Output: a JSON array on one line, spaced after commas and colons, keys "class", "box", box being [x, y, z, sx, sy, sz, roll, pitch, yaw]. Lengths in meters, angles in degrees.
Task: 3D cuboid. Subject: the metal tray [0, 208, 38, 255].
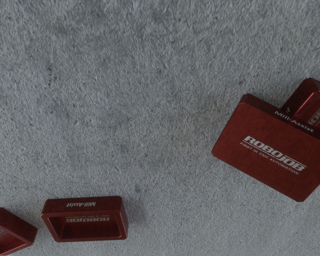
[{"class": "metal tray", "box": [-0.306, 0.200, 0.570, 0.130, 0.030, 0.090, -26, 126, 20]}]

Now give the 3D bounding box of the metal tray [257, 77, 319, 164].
[{"class": "metal tray", "box": [0.194, 0.005, 0.409, 0.091, 0.030, 0.129, 17, 128, -14]}]

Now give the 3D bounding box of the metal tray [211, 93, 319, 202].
[{"class": "metal tray", "box": [0.142, 0.026, 0.386, 0.130, 0.030, 0.089, 29, 127, 9]}]

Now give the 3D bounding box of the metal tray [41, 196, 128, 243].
[{"class": "metal tray", "box": [-0.126, 0.160, 0.538, 0.131, 0.030, 0.089, -3, 130, 2]}]
